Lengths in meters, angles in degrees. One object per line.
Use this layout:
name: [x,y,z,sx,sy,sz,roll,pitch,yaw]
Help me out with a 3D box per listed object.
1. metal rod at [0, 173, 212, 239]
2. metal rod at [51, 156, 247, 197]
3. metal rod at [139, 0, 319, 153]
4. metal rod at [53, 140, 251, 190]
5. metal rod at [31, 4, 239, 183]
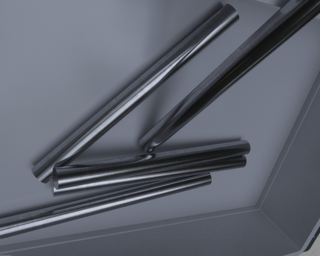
metal rod: [-0.060,0.102,0.440,0.303,0.025,0.025,-9,123,-24]
metal rod: [0.002,0.063,0.450,0.303,0.025,0.025,-4,120,-27]
metal rod: [0.065,-0.052,0.318,0.025,0.025,0.299,11,144,-34]
metal rod: [0.011,0.044,0.426,0.303,0.025,0.025,-6,121,-32]
metal rod: [-0.028,-0.041,0.369,0.300,0.025,0.025,-40,130,-1]
